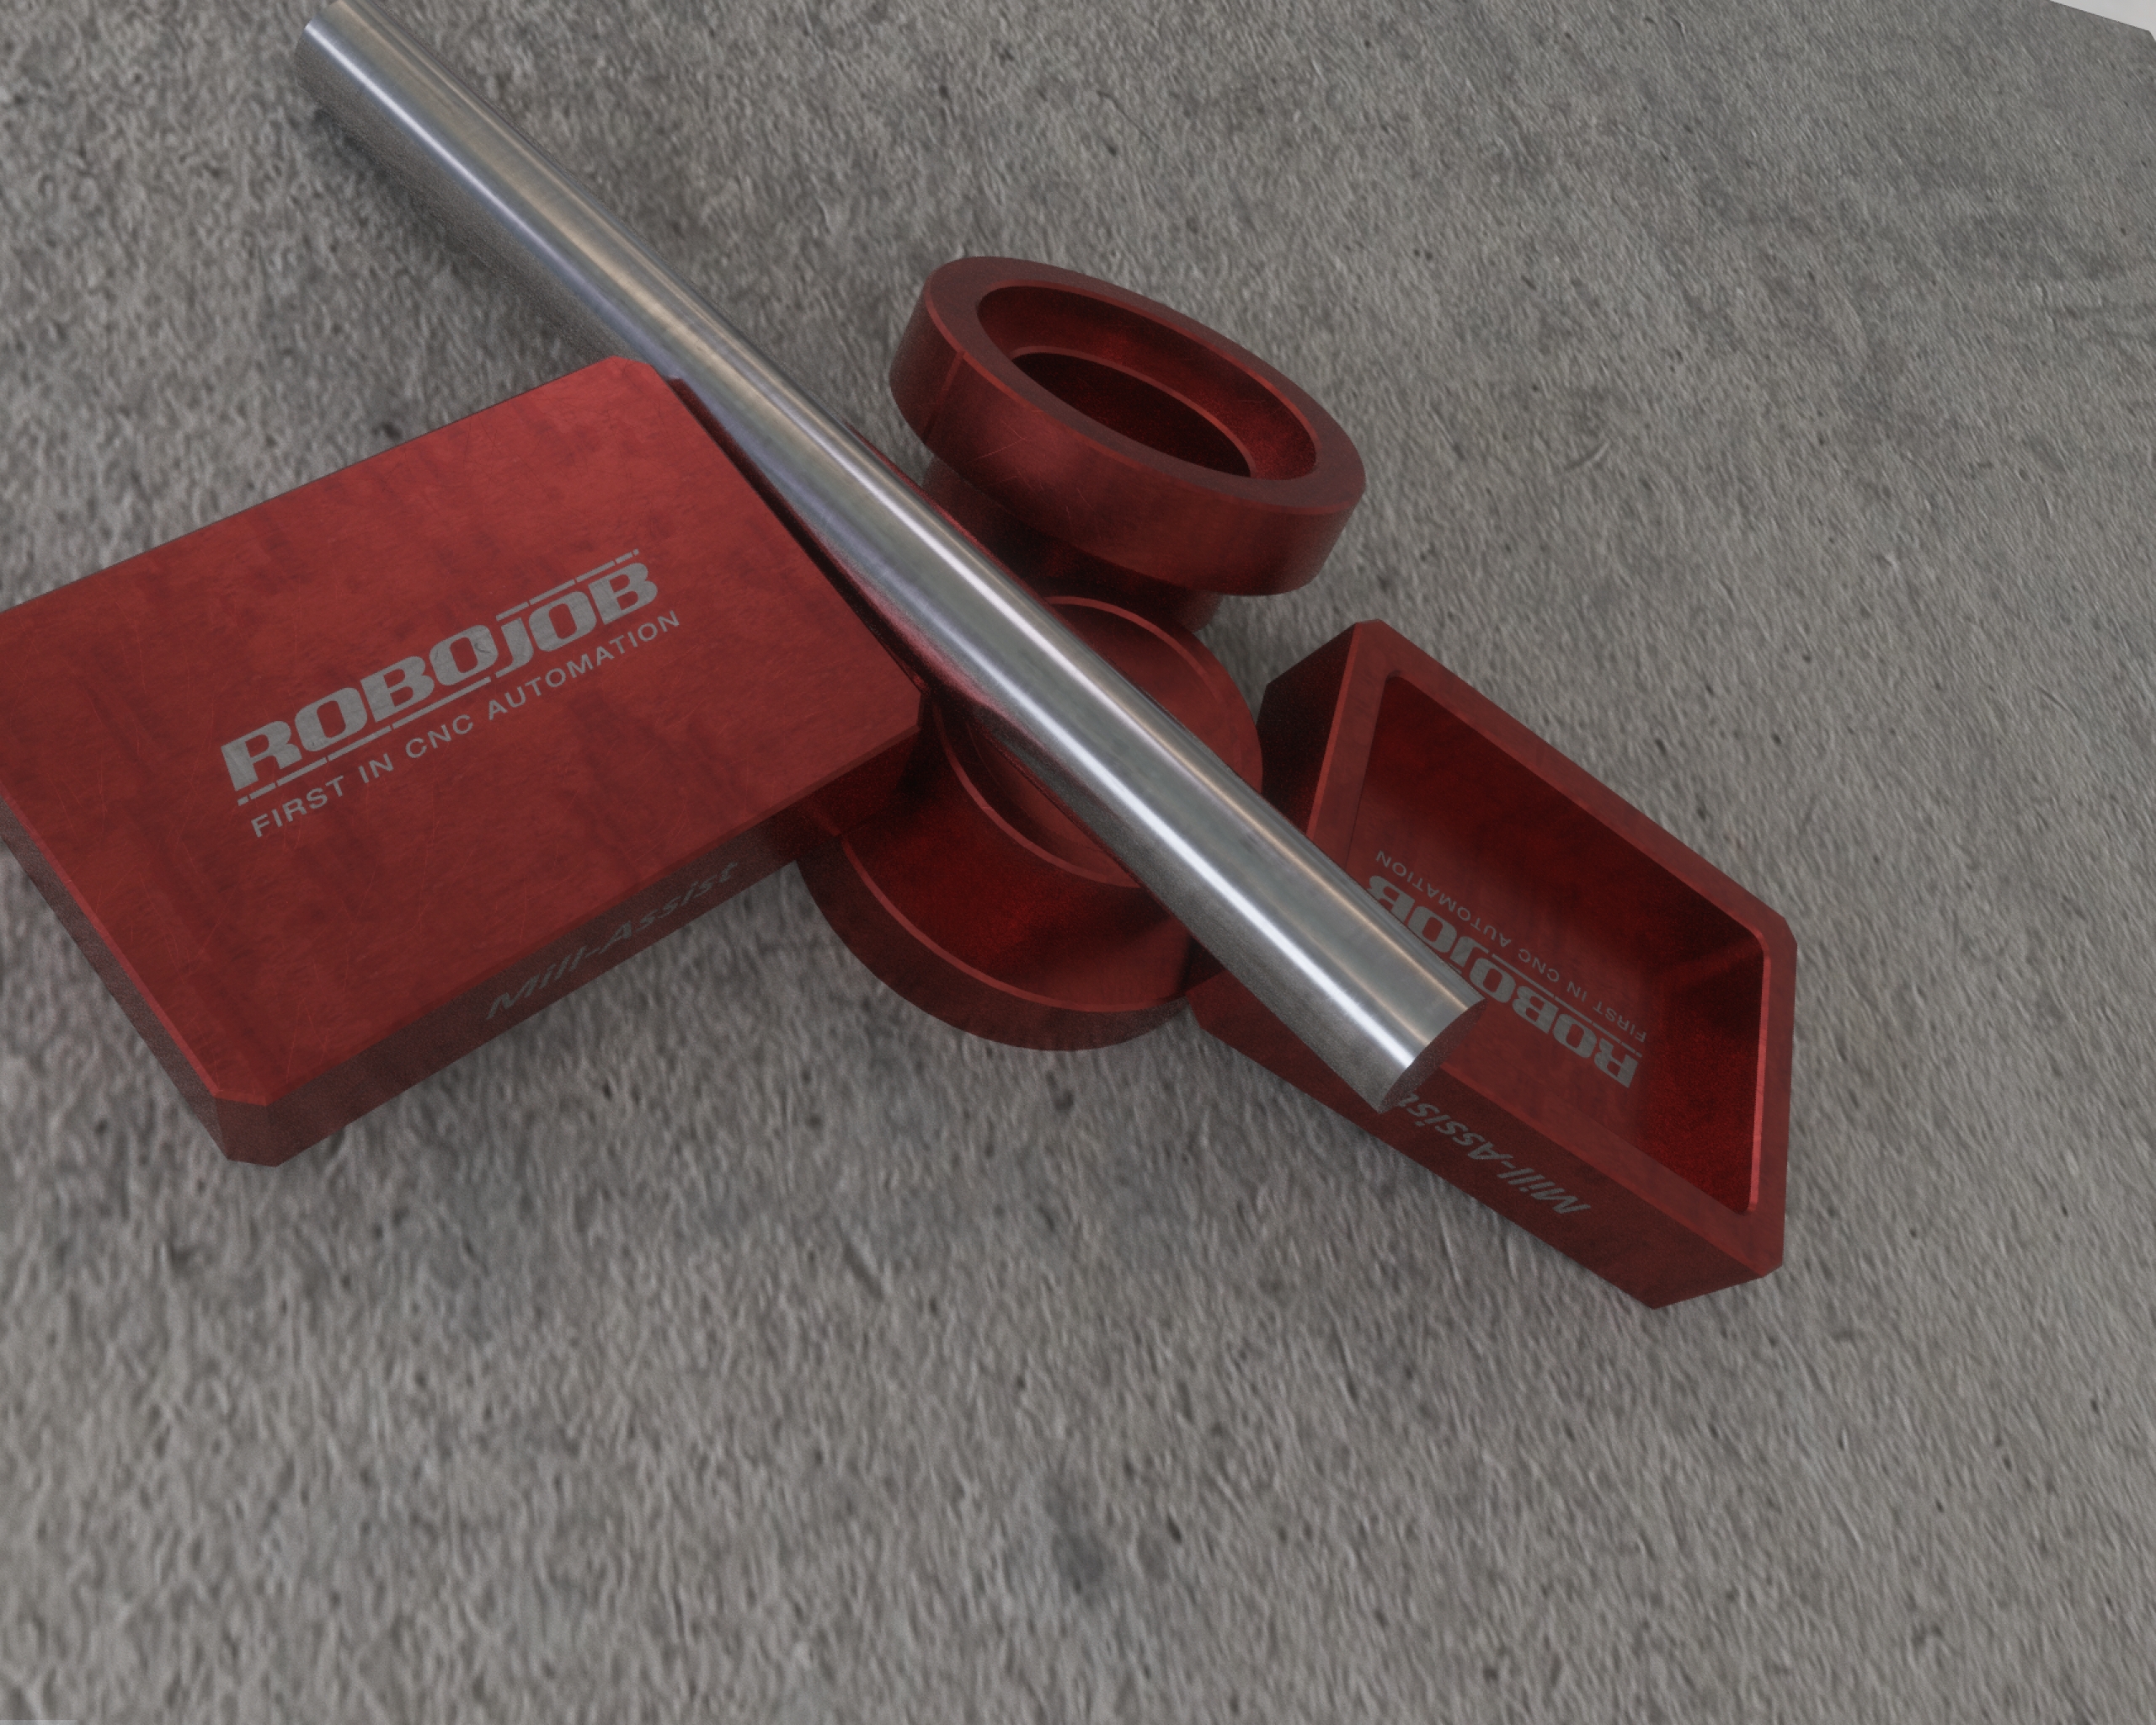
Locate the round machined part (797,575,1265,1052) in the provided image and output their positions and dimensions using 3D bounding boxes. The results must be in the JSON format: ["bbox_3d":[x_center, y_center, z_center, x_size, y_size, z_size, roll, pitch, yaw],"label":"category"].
[{"bbox_3d":[-0.004,-0.016,0.403,0.099,0.042,0.098,14,56,-21],"label":"round machined part"}]

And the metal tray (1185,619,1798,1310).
[{"bbox_3d":[0.089,0.021,0.423,0.130,0.030,0.090,33,51,-20],"label":"metal tray"}]

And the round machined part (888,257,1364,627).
[{"bbox_3d":[0.006,-0.083,0.434,0.099,0.042,0.098,20,32,-13],"label":"round machined part"}]

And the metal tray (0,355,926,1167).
[{"bbox_3d":[-0.103,-0.022,0.346,0.131,0.030,0.090,-33,77,-29],"label":"metal tray"}]

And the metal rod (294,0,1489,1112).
[{"bbox_3d":[-0.046,-0.067,0.378,0.300,0.025,0.025,44,50,19],"label":"metal rod"}]
